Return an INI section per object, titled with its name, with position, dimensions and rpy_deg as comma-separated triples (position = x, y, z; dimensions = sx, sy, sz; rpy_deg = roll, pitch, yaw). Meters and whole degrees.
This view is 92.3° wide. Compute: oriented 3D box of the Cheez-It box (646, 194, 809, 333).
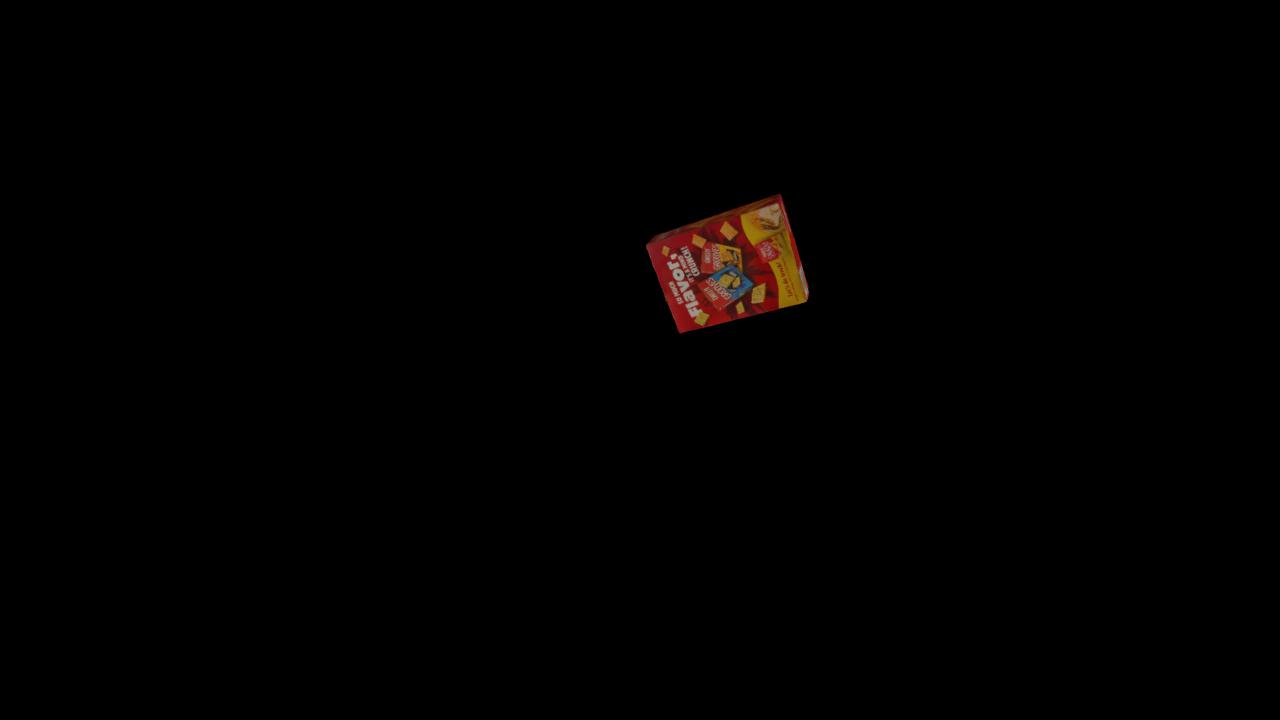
[Cheez-It box]
position = 0.142, -0.150, 0.997
dimensions = 0.223, 0.166, 0.071
rpy_deg = -14, 21, 23
